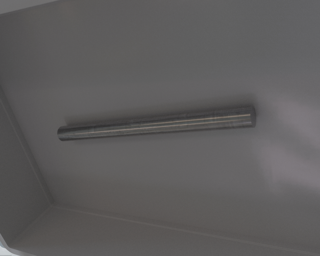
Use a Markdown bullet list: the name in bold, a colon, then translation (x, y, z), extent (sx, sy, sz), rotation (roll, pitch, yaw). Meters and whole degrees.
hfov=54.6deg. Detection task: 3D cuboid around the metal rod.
- **metal rod**: translation (-0.025, -0.002, 0.421), extent (0.300, 0.025, 0.025), rotation (-5, 116, 30)
